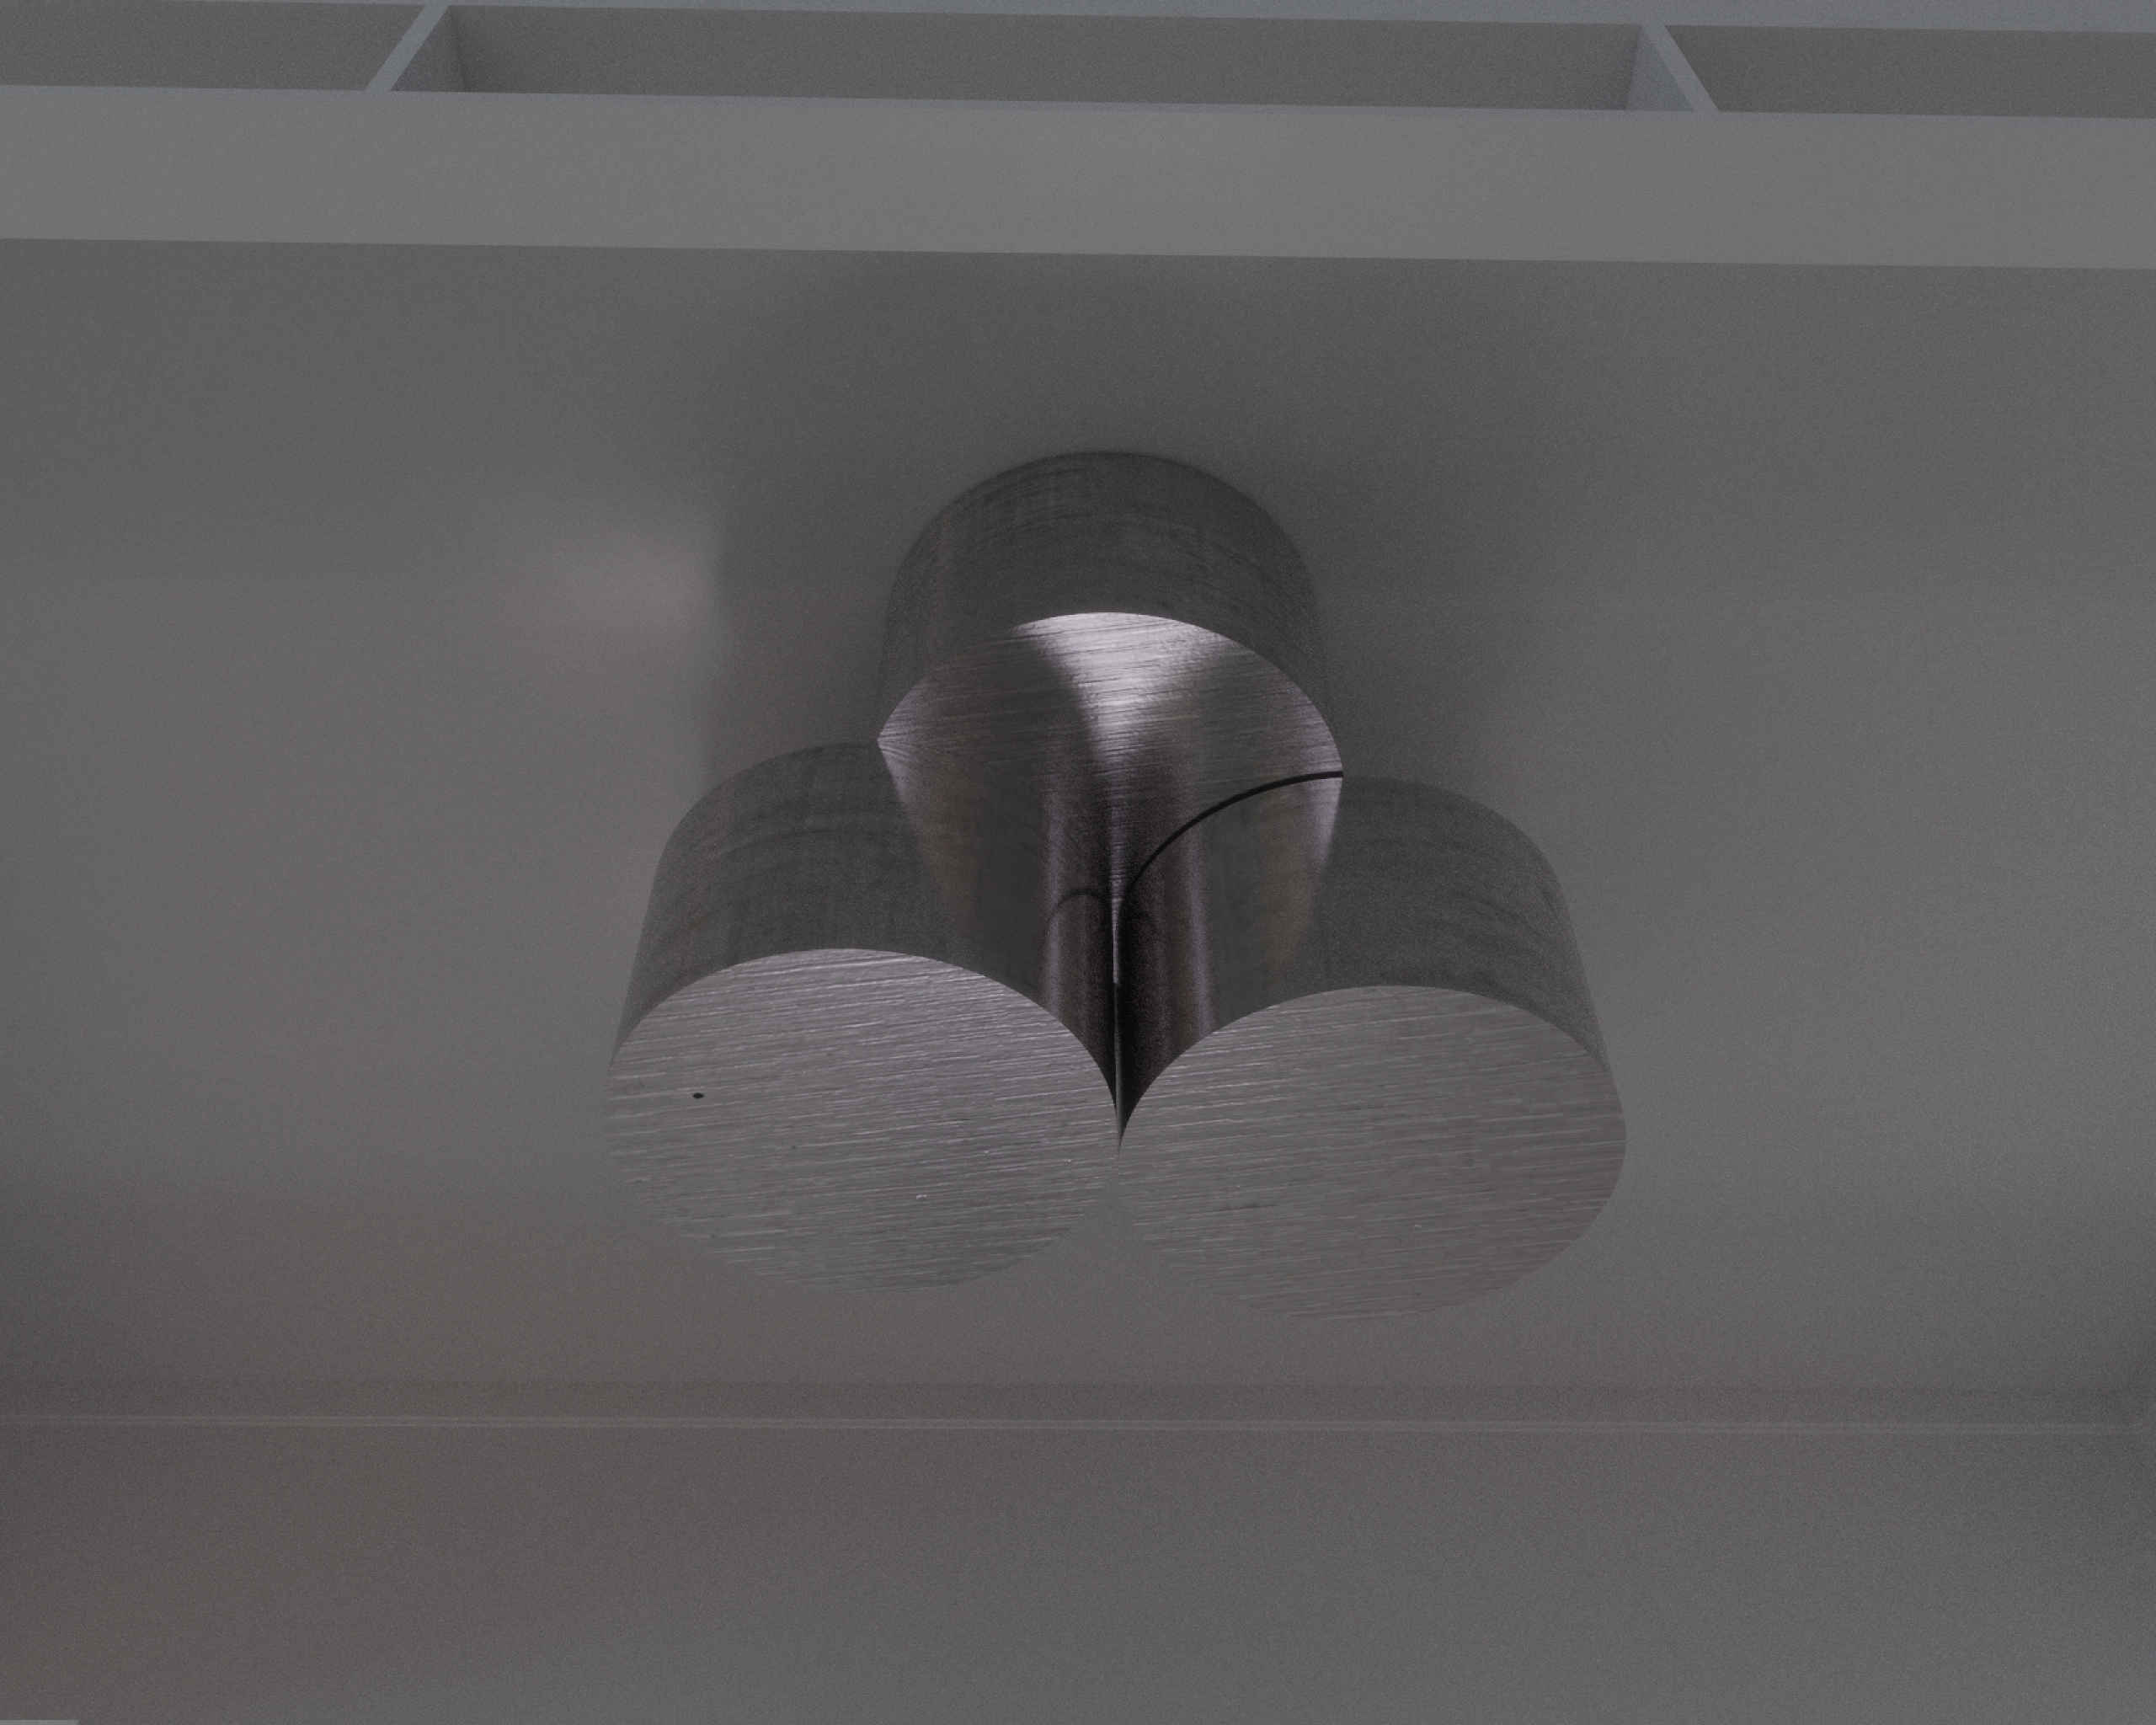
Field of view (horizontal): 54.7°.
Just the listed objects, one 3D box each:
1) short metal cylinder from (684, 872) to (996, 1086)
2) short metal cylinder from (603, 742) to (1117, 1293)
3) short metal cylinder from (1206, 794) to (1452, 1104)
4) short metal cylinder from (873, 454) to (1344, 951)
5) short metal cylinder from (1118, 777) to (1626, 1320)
[{"bbox_3d":[-0.040,0.026,0.412,0.081,0.050,0.079,0,130,0],"label":"short metal cylinder"},{"bbox_3d":[-0.034,0.027,0.347,0.081,0.050,0.079,0,130,0],"label":"short metal cylinder"},{"bbox_3d":[0.042,0.030,0.416,0.081,0.050,0.079,0,130,0],"label":"short metal cylinder"},{"bbox_3d":[0.005,-0.025,0.370,0.081,0.050,0.079,0,130,0],"label":"short metal cylinder"},{"bbox_3d":[0.047,0.032,0.351,0.081,0.050,0.079,0,130,0],"label":"short metal cylinder"}]
